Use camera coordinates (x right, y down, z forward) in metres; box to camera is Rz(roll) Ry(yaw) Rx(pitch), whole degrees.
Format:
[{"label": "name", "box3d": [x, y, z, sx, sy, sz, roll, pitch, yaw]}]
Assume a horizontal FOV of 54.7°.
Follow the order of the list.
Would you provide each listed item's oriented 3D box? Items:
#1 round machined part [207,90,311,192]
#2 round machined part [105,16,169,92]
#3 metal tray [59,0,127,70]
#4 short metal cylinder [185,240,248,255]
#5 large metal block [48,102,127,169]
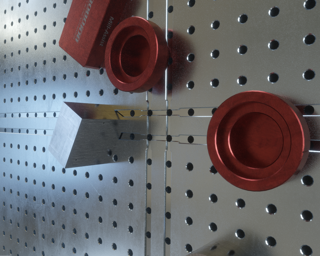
[{"label": "round machined part", "box3d": [0.101, 0.012, 0.315, 0.098, 0.042, 0.097, 0, 90, 40]}, {"label": "round machined part", "box3d": [-0.027, -0.096, 0.421, 0.098, 0.042, 0.097, 0, 90, 40]}, {"label": "metal tray", "box3d": [-0.110, -0.172, 0.498, 0.090, 0.030, 0.129, 41, 115, 32]}, {"label": "short metal cylinder", "box3d": [0.062, 0.172, 0.342, 0.080, 0.050, 0.080, 0, 90, 40]}, {"label": "large metal block", "box3d": [-0.109, 0.010, 0.463, 0.050, 0.081, 0.079, 37, 113, 34]}]
